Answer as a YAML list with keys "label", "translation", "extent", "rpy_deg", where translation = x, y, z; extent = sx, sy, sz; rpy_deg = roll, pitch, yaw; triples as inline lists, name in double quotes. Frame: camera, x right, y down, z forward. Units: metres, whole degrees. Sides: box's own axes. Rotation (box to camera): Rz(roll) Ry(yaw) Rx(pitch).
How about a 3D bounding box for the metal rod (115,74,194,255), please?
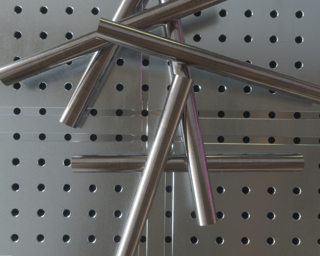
- label: "metal rod"
  translation: [-0.017, 0.080, 0.392]
  extent: [0.025, 0.025, 0.298]
  rpy_deg: [18, 98, 0]

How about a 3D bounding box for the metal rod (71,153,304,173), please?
- label: "metal rod"
  translation: [0.036, 0.047, 0.413]
  extent: [0.302, 0.025, 0.025]
  rpy_deg: [0, 90, 0]

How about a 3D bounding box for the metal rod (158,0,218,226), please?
- label: "metal rod"
  translation: [0.034, -0.030, 0.396]
  extent: [0.025, 0.025, 0.299]
  rpy_deg: [-9, 83, 0]

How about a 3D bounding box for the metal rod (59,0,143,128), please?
- label: "metal rod"
  translation: [-0.053, -0.138, 0.412]
  extent: [0.025, 0.025, 0.299]
  rpy_deg: [28, 90, 0]

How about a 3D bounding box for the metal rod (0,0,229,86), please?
- label: "metal rod"
  translation: [-0.057, -0.118, 0.386]
  extent: [0.301, 0.025, 0.025]
  rpy_deg: [-21, 90, 2]

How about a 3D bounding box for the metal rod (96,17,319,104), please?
- label: "metal rod"
  translation: [0.073, -0.079, 0.386]
  extent: [0.302, 0.025, 0.025]
  rpy_deg: [14, 90, -11]
